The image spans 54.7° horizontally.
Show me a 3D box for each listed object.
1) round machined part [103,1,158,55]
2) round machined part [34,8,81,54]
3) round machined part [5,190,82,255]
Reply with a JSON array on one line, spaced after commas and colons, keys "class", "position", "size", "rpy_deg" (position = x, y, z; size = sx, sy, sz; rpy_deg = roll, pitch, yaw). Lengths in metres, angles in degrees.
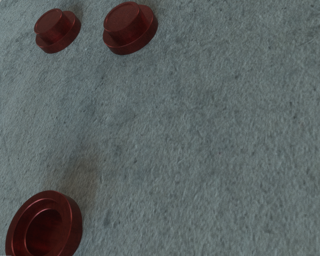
[{"class": "round machined part", "position": [-0.057, -0.176, 0.529], "size": [0.098, 0.042, 0.098], "rpy_deg": [-13, 56, 20]}, {"class": "round machined part", "position": [-0.213, -0.202, 0.626], "size": [0.098, 0.042, 0.098], "rpy_deg": [-13, 56, 20]}, {"class": "round machined part", "position": [-0.136, 0.131, 0.383], "size": [0.098, 0.042, 0.098], "rpy_deg": [-13, 56, 20]}]
